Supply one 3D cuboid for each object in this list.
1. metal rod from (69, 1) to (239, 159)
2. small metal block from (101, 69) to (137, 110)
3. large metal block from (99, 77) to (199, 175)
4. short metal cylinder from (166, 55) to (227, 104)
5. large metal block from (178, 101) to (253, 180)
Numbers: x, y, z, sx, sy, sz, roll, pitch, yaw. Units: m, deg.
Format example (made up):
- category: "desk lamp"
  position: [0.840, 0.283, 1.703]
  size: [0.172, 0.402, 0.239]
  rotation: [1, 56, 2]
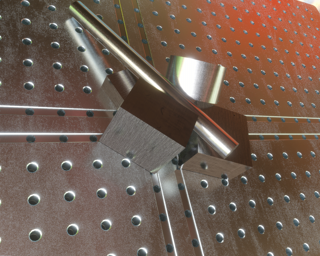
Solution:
- category: "metal rod"
  position: [-0.019, -0.073, 0.405]
  size: [0.300, 0.025, 0.025]
  rotation: [44, 50, 17]
- category: "small metal block"
  position: [-0.042, -0.051, 0.418]
  size: [0.050, 0.025, 0.050]
  rotation: [-27, 77, -37]
- category: "large metal block"
  position: [-0.015, 0.001, 0.365]
  size: [0.080, 0.080, 0.050]
  rotation: [32, 51, -8]
- category: "short metal cylinder"
  position: [0.048, -0.068, 0.433]
  size: [0.081, 0.080, 0.050]
  rotation: [8, 102, -24]
- category: "large metal block"
  position: [0.073, 0.018, 0.422]
  size: [0.081, 0.050, 0.080]
  rotation: [16, 55, -19]
